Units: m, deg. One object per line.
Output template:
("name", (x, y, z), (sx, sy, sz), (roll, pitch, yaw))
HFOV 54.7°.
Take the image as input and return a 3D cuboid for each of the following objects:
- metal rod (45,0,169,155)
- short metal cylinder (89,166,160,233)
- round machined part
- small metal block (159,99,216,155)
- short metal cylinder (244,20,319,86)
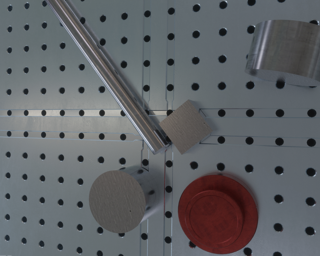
("metal rod", (-0.084, -0.090, 0.442), (0.025, 0.025, 0.299), (-39, 78, 16))
("short metal cylinder", (-0.047, 0.093, 0.416), (0.080, 0.050, 0.079), (0, 90, 20))
("round machined part", (0.069, 0.106, 0.379), (0.098, 0.042, 0.097), (0, 90, 19))
("small metal block", (0.036, -0.001, 0.400), (0.050, 0.025, 0.050), (-39, 78, 15))
("short metal cylinder", (0.138, -0.079, 0.335), (0.080, 0.080, 0.050), (14, 95, 19))
